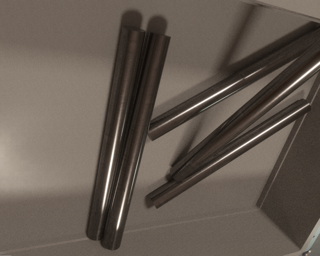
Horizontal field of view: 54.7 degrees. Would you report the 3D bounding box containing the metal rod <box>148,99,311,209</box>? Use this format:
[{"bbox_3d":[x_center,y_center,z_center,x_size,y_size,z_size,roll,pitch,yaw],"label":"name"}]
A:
[{"bbox_3d":[0.117,0.037,0.497,0.301,0.025,0.025,-31,129,-9],"label":"metal rod"}]

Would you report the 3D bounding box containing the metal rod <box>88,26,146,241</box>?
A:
[{"bbox_3d":[-0.060,0.025,0.392,0.025,0.025,0.298,-1,119,-29],"label":"metal rod"}]

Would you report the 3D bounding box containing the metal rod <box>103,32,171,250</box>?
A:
[{"bbox_3d":[-0.035,0.031,0.396,0.025,0.025,0.298,2,113,-30],"label":"metal rod"}]

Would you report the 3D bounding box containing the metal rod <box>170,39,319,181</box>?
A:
[{"bbox_3d":[0.108,-0.016,0.380,0.025,0.025,0.298,13,137,-34],"label":"metal rod"}]

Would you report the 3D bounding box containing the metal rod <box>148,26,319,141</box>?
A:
[{"bbox_3d":[0.113,-0.067,0.431,0.301,0.025,0.025,-30,129,-10],"label":"metal rod"}]
